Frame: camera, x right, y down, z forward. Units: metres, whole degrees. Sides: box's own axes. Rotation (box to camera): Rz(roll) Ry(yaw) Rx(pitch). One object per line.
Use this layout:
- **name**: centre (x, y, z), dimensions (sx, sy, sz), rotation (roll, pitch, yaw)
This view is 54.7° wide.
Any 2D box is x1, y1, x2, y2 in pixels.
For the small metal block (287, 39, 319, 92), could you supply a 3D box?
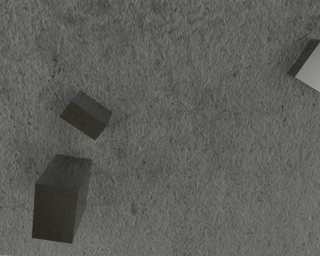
- **small metal block**: centre (0.198, -0.075, 0.385), dimensions (0.050, 0.025, 0.050), rotation (28, 108, -10)

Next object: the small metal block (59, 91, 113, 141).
- **small metal block**: centre (-0.091, -0.017, 0.389), dimensions (0.050, 0.050, 0.025), rotation (36, 106, -13)

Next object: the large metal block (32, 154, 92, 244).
- **large metal block**: centre (-0.128, 0.091, 0.412), dimensions (0.050, 0.080, 0.079), rotation (10, 110, -4)
